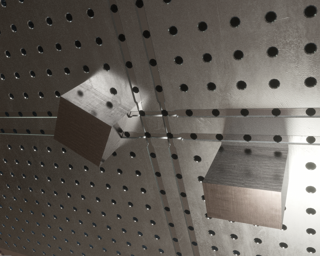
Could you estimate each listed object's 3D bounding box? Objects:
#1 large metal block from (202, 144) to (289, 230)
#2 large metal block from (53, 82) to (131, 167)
[{"bbox_3d":[0.103,0.063,0.360,0.080,0.080,0.050,3,120,26],"label":"large metal block"},{"bbox_3d":[-0.098,-0.005,0.442,0.080,0.050,0.079,31,128,8],"label":"large metal block"}]
